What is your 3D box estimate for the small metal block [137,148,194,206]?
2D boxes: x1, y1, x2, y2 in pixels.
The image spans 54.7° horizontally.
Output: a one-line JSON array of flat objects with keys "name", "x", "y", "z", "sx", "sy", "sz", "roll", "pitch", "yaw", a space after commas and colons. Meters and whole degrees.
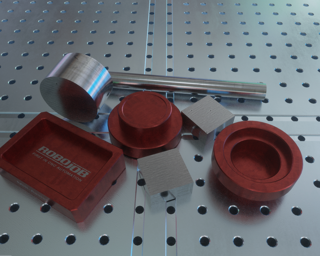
[{"name": "small metal block", "x": 0.005, "y": 0.056, "z": 0.361, "sx": 0.050, "sy": 0.025, "sz": 0.050, "roll": -15, "pitch": 52, "yaw": -12}]

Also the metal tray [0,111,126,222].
[{"name": "metal tray", "x": -0.119, "y": 0.040, "z": 0.369, "sx": 0.130, "sy": 0.030, "sz": 0.090, "roll": 24, "pitch": 54, "yaw": 19}]

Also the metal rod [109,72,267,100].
[{"name": "metal rod", "x": 0.002, "y": -0.066, "z": 0.462, "sx": 0.302, "sy": 0.025, "sz": 0.025, "roll": 5, "pitch": 50, "yaw": 4}]

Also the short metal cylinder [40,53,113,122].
[{"name": "short metal cylinder", "x": -0.110, "y": -0.053, "z": 0.415, "sx": 0.080, "sy": 0.080, "sz": 0.050, "roll": 14, "pitch": 51, "yaw": 11}]

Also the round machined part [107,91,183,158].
[{"name": "round machined part", "x": -0.019, "y": -0.011, "z": 0.405, "sx": 0.099, "sy": 0.042, "sz": 0.098, "roll": 0, "pitch": 47, "yaw": 0}]

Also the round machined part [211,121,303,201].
[{"name": "round machined part", "x": 0.109, "y": 0.041, "z": 0.363, "sx": 0.099, "sy": 0.042, "sz": 0.098, "roll": 0, "pitch": 50, "yaw": 0}]

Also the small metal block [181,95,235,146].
[{"name": "small metal block", "x": 0.063, "y": -0.011, "z": 0.418, "sx": 0.050, "sy": 0.025, "sz": 0.050, "roll": -31, "pitch": 57, "yaw": -24}]
